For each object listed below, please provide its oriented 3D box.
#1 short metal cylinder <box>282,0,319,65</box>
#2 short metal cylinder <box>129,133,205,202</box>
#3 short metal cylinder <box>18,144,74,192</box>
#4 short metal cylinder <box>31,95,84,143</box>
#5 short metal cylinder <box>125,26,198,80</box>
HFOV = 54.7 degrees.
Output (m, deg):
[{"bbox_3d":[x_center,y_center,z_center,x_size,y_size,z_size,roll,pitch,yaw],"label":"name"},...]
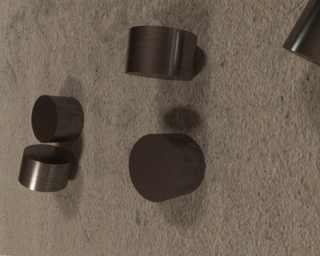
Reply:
[{"bbox_3d":[0.148,-0.070,0.247,0.080,0.081,0.050,39,114,33],"label":"short metal cylinder"},{"bbox_3d":[0.008,0.046,0.380,0.080,0.050,0.079,0,90,39],"label":"short metal cylinder"},{"bbox_3d":[-0.192,0.066,0.524,0.080,0.081,0.050,27,107,36],"label":"short metal cylinder"},{"bbox_3d":[-0.176,-0.015,0.530,0.080,0.050,0.079,0,90,39],"label":"short metal cylinder"},{"bbox_3d":[0.001,-0.086,0.366,0.080,0.081,0.050,10,97,39],"label":"short metal cylinder"}]
